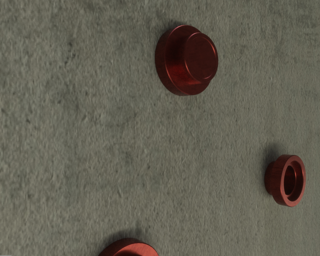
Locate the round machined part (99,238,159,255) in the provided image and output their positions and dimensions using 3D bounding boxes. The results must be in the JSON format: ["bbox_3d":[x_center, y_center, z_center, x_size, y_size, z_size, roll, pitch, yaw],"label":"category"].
[{"bbox_3d":[-0.034,0.186,0.367,0.099,0.042,0.097,0,90,-40],"label":"round machined part"}]

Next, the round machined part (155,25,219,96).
[{"bbox_3d":[0.044,-0.095,0.433,0.099,0.042,0.097,0,90,-40],"label":"round machined part"}]

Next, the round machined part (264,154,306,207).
[{"bbox_3d":[0.238,0.099,0.598,0.099,0.042,0.097,0,90,-40],"label":"round machined part"}]
